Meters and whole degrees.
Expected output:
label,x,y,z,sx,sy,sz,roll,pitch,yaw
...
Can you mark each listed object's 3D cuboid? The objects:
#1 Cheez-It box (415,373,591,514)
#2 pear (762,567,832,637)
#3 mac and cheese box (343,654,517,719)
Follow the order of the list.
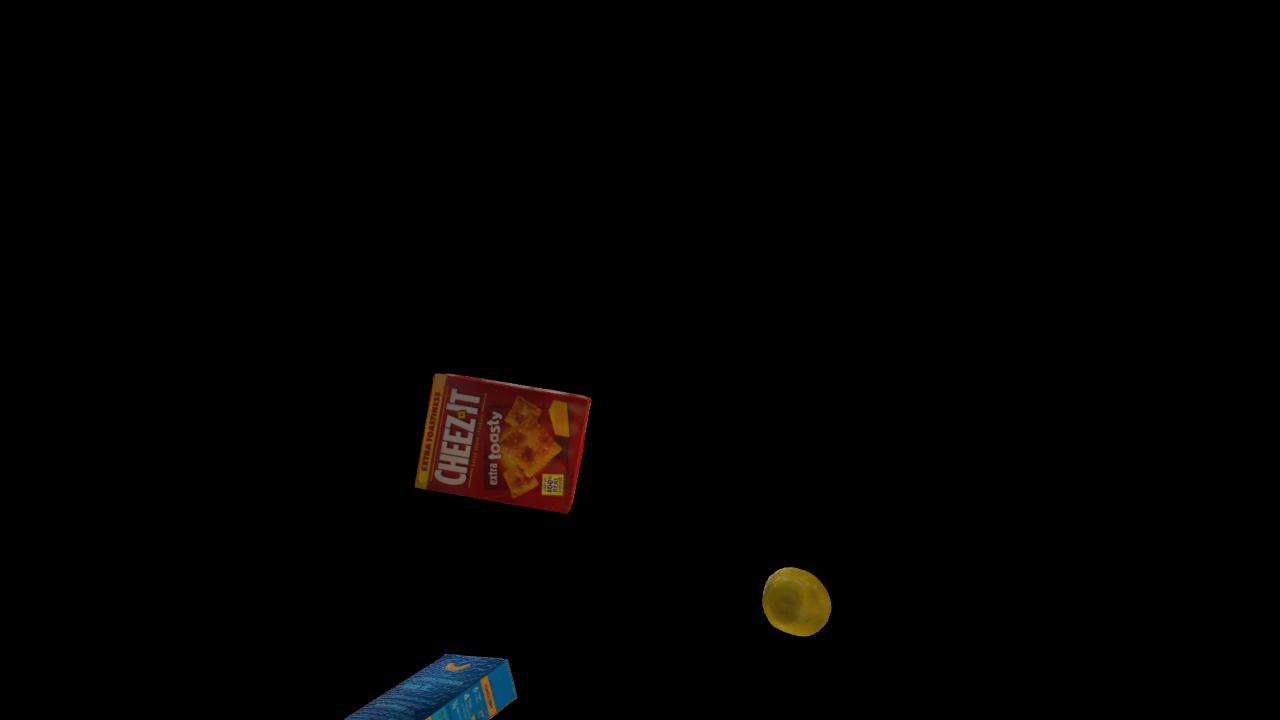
label,x,y,z,sx,sy,sz,roll,pitch,yaw
Cheez-It box,-0.193,0.116,0.884,0.223,0.166,0.071,10,-2,-1
pear,0.194,0.290,0.739,0.080,0.080,0.111,0,-20,29
mac and cheese box,-0.193,0.291,0.470,0.093,0.041,0.184,-18,-3,35
